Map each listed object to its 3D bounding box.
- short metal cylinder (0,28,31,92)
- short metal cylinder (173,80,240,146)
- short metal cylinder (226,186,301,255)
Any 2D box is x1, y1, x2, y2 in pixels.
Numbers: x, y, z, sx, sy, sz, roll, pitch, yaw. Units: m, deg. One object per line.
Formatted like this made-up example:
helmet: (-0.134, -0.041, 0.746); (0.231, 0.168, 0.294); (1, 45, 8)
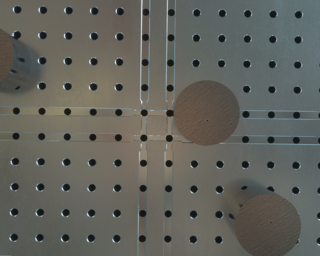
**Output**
short metal cylinder: (-0.217, -0.088, 0.399); (0.081, 0.050, 0.079); (0, 90, 0)
short metal cylinder: (0.057, -0.018, 0.401); (0.081, 0.050, 0.079); (0, 90, 0)
short metal cylinder: (0.132, 0.120, 0.402); (0.081, 0.050, 0.079); (0, 90, 0)
